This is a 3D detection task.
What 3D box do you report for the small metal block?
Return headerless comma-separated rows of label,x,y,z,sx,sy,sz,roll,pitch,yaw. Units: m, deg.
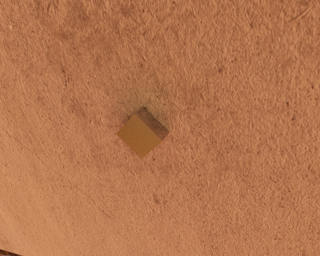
small metal block,-0.024,0.007,0.423,0.050,0.025,0.050,45,129,-4
